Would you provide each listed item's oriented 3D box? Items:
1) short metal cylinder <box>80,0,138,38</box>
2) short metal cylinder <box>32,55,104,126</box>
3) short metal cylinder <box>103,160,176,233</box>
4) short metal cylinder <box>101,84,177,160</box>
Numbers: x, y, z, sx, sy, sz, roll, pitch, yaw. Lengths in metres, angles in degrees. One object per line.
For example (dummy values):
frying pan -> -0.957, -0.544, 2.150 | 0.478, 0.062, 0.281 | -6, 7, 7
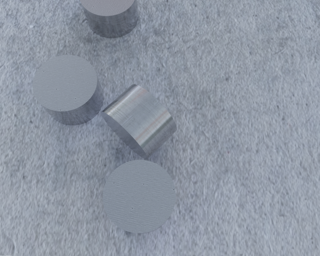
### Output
short metal cylinder -> -0.074, -0.182, 0.461 | 0.081, 0.050, 0.080 | 0, 70, 0
short metal cylinder -> -0.119, -0.049, 0.411 | 0.081, 0.050, 0.080 | 0, 70, 0
short metal cylinder -> -0.023, 0.082, 0.365 | 0.081, 0.050, 0.080 | 0, 70, 0
short metal cylinder -> -0.026, -0.007, 0.381 | 0.080, 0.080, 0.050 | 42, 75, 13
